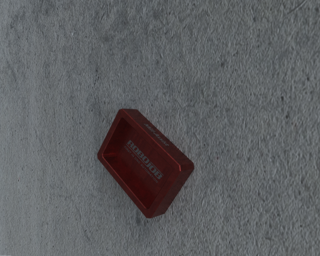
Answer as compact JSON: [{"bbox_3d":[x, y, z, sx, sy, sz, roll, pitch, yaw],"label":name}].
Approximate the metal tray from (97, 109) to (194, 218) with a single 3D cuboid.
[{"bbox_3d":[-0.025,0.044,0.422,0.130,0.030,0.089,43,116,31],"label":"metal tray"}]
